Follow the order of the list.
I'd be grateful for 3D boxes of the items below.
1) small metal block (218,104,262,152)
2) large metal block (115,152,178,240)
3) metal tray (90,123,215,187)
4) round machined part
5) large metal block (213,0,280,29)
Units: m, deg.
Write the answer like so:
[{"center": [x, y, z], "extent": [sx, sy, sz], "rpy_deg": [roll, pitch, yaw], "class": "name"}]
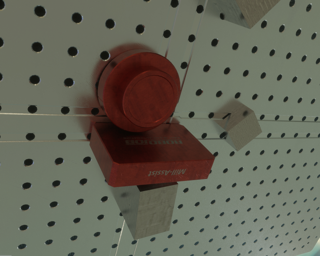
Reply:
[{"center": [0.124, 0.000, 0.479], "extent": [0.050, 0.025, 0.050], "rpy_deg": [-38, 129, -3], "class": "small metal block"}, {"center": [-0.022, 0.087, 0.417], "extent": [0.050, 0.080, 0.079], "rpy_deg": [-6, 121, -25], "class": "large metal block"}, {"center": [-0.010, 0.028, 0.380], "extent": [0.131, 0.090, 0.030], "rpy_deg": [0, 118, -29], "class": "metal tray"}, {"center": [-0.018, -0.039, 0.360], "extent": [0.099, 0.042, 0.097], "rpy_deg": [-12, 118, -24], "class": "round machined part"}, {"center": [0.098, -0.172, 0.342], "extent": [0.080, 0.050, 0.080], "rpy_deg": [-44, 129, 2], "class": "large metal block"}]
